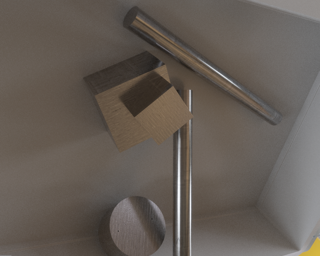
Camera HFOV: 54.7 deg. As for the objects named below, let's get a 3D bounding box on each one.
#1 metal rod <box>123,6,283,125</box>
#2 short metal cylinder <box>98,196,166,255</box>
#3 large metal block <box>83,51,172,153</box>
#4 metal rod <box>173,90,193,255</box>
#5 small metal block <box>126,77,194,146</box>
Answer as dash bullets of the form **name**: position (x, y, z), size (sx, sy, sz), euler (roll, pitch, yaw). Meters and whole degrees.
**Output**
- **metal rod**: position (0.079, -0.066, 0.412), size (0.302, 0.025, 0.025), euler (25, 105, -37)
- **short metal cylinder**: position (-0.039, 0.141, 0.431), size (0.081, 0.080, 0.050), euler (1, 153, -29)
- **large metal block**: position (-0.031, -0.031, 0.358), size (0.080, 0.050, 0.080), euler (-26, 128, -12)
- **metal rod**: position (0.029, 0.101, 0.404), size (0.025, 0.025, 0.298), euler (-1, 92, -29)
- **small metal block**: position (0.001, -0.017, 0.335), size (0.050, 0.025, 0.050), euler (-40, 130, -2)
